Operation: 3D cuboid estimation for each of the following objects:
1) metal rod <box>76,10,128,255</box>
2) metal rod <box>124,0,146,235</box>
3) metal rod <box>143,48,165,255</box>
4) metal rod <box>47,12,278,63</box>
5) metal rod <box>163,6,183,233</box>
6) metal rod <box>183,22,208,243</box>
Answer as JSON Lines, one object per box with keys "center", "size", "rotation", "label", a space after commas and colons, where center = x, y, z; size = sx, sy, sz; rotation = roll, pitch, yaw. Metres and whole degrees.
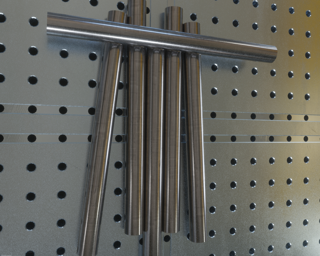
{"center": [-0.071, 0.005, 0.385], "size": [0.025, 0.025, 0.299], "rotation": [8, 87, -20], "label": "metal rod"}
{"center": [-0.032, -0.015, 0.401], "size": [0.025, 0.025, 0.298], "rotation": [1, 90, -20], "label": "metal rod"}
{"center": [-0.008, 0.041, 0.409], "size": [0.025, 0.025, 0.298], "rotation": [1, 90, -20], "label": "metal rod"}
{"center": [0.018, -0.110, 0.392], "size": [0.302, 0.025, 0.025], "rotation": [2, 90, -20], "label": "metal rod"}
{"center": [0.016, -0.011, 0.420], "size": [0.025, 0.025, 0.298], "rotation": [1, 90, -20], "label": "metal rod"}
{"center": [0.048, 0.006, 0.430], "size": [0.025, 0.025, 0.298], "rotation": [-2, 91, -20], "label": "metal rod"}
